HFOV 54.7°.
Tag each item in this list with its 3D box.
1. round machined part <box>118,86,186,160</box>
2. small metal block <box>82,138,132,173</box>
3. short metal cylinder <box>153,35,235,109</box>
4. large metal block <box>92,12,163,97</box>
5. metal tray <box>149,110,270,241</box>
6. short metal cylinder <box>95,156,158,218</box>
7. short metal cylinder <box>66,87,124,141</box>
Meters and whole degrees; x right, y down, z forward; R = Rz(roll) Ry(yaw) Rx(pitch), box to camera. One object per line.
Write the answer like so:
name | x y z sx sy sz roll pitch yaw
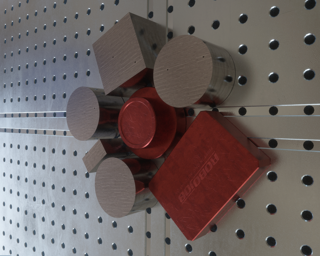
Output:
round machined part | -0.018 -0.007 0.412 0.098 0.042 0.097 0 90 40
small metal block | -0.077 0.040 0.456 0.050 0.050 0.025 -45 63 31
short metal cylinder | 0.039 -0.062 0.360 0.080 0.050 0.080 0 90 40
large metal block | -0.041 -0.096 0.427 0.080 0.050 0.080 -27 73 37
metal tray | 0.051 0.055 0.363 0.090 0.030 0.129 48 118 29
short metal cylinder | -0.045 0.079 0.430 0.080 0.050 0.080 0 90 40
short metal cylinder | -0.098 -0.021 0.473 0.080 0.050 0.080 0 90 40
